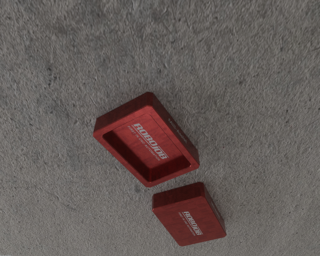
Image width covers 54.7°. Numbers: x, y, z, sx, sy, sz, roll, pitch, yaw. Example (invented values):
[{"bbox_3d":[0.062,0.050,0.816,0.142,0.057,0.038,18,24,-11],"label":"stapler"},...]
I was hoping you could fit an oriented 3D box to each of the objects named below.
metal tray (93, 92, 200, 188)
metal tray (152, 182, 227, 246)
[{"bbox_3d":[-0.015,0.022,0.421,0.090,0.030,0.130,-26,126,20],"label":"metal tray"},{"bbox_3d":[0.053,0.152,0.534,0.090,0.030,0.130,-19,128,15],"label":"metal tray"}]
